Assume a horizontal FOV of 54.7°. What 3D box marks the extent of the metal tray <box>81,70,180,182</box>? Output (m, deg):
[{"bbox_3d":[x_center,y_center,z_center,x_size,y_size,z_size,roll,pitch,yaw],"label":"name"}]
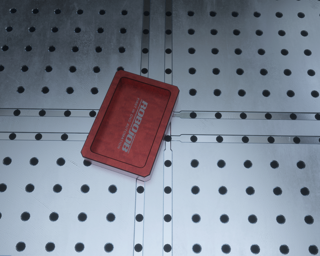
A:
[{"bbox_3d":[-0.036,-0.005,0.410,0.090,0.030,0.130,18,71,6],"label":"metal tray"}]
